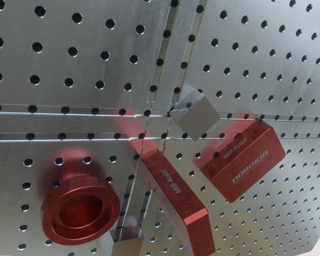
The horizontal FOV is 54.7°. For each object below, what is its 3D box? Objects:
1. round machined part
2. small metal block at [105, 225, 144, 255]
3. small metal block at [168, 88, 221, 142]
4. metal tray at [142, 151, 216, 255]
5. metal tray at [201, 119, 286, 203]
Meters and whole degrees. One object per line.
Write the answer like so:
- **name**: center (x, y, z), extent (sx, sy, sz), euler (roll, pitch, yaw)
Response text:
- **round machined part**: center (-0.105, 0.103, 0.406), extent (0.099, 0.042, 0.097), euler (-14, 124, -21)
- **small metal block**: center (-0.057, 0.187, 0.495), extent (0.050, 0.025, 0.050), euler (-1, 119, -28)
- **small metal block**: center (0.048, -0.017, 0.427), extent (0.050, 0.025, 0.050), euler (-43, 129, 2)
- **metal tray**: center (0.023, 0.102, 0.418), extent (0.030, 0.130, 0.090), euler (-25, 128, -13)
- **metal tray**: center (0.143, 0.058, 0.522), extent (0.130, 0.030, 0.090), euler (-41, 130, 0)
